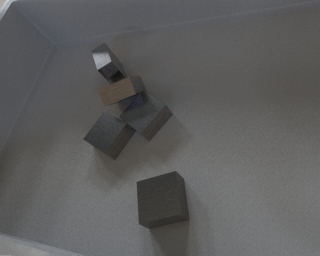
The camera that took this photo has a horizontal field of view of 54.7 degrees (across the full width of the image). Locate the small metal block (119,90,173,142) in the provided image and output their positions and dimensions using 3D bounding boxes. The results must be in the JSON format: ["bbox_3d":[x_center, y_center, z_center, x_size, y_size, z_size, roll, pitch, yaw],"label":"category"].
[{"bbox_3d":[-0.019,-0.017,0.427,0.050,0.025,0.050,-49,52,-7],"label":"small metal block"}]

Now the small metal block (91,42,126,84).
[{"bbox_3d":[-0.079,-0.098,0.492,0.025,0.050,0.050,-30,52,9],"label":"small metal block"}]

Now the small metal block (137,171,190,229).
[{"bbox_3d":[0.003,0.083,0.354,0.050,0.025,0.050,-18,55,17],"label":"small metal block"}]

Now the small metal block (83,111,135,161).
[{"bbox_3d":[-0.071,0.010,0.437,0.050,0.025,0.050,26,76,37],"label":"small metal block"}]

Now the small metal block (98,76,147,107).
[{"bbox_3d":[-0.053,-0.054,0.448,0.050,0.050,0.025,-20,95,17],"label":"small metal block"}]
